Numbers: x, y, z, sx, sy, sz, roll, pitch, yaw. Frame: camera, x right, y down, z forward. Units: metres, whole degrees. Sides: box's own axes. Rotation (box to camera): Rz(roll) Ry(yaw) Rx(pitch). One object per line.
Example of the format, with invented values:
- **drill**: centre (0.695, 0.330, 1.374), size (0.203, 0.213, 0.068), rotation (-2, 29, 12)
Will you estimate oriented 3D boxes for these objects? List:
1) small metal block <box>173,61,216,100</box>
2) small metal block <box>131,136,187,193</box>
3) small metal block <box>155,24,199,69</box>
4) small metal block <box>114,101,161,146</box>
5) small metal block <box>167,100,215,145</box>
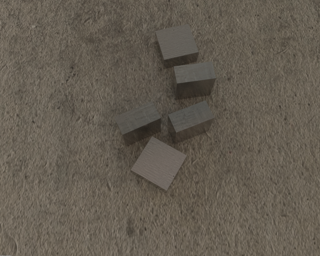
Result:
- **small metal block**: centre (0.044, -0.063, 0.418), size (0.050, 0.050, 0.025), rotation (-8, 71, -3)
- **small metal block**: centre (-0.001, 0.047, 0.391), size (0.050, 0.025, 0.050), rotation (29, 72, 10)
- **small metal block**: centre (0.024, -0.119, 0.452), size (0.050, 0.025, 0.050), rotation (-14, 71, -5)
- **small metal block**: centre (-0.027, -0.004, 0.396), size (0.050, 0.050, 0.025), rotation (-24, 72, -8)
- **small metal block**: centre (0.038, -0.006, 0.397), size (0.050, 0.050, 0.025), rotation (-21, 72, -8)
